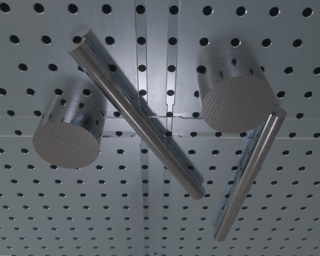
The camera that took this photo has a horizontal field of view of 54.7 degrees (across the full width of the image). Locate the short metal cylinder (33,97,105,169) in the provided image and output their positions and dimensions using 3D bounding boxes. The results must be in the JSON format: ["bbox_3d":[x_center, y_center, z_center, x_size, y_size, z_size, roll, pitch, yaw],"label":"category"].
[{"bbox_3d":[-0.115,0.007,0.400,0.081,0.050,0.079,0,130,0],"label":"short metal cylinder"}]

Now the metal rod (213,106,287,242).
[{"bbox_3d":[0.131,0.091,0.490,0.025,0.025,0.298,5,130,-5],"label":"metal rod"}]

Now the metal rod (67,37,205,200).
[{"bbox_3d":[-0.014,0.008,0.418,0.025,0.025,0.300,-24,126,19],"label":"metal rod"}]

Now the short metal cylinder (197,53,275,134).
[{"bbox_3d":[0.086,-0.039,0.362,0.081,0.050,0.079,0,130,0],"label":"short metal cylinder"}]
